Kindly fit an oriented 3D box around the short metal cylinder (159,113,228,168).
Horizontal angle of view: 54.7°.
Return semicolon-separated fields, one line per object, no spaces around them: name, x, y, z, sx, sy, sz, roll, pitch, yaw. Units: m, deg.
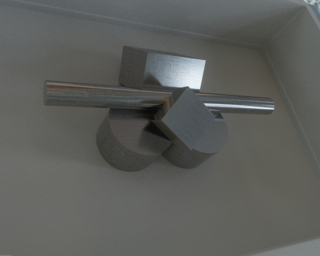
short metal cylinder;0.042;0.007;0.408;0.081;0.050;0.080;14;56;-21

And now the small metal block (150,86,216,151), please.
small metal block;0.027;-0.011;0.348;0.050;0.025;0.050;45;70;-21

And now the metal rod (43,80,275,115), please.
metal rod;0.021;-0.033;0.373;0.303;0.025;0.025;1;62;-28

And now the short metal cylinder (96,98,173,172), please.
short metal cylinder;-0.030;0.006;0.370;0.081;0.050;0.080;14;56;-21

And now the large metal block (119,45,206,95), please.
large metal block;0.000;-0.074;0.408;0.081;0.050;0.080;1;18;-28
